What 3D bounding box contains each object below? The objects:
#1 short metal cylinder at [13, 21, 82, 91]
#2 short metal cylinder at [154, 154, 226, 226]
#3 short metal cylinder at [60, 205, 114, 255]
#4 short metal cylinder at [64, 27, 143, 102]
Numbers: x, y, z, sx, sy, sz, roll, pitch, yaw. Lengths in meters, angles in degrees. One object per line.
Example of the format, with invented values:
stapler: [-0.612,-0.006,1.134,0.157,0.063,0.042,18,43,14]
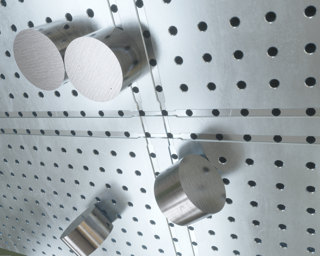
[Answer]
short metal cylinder: [-0.143,-0.096,0.409,0.080,0.050,0.079,13,124,20]
short metal cylinder: [0.039,0.081,0.404,0.080,0.080,0.050,47,129,-5]
short metal cylinder: [-0.131,0.186,0.557,0.050,0.080,0.080,49,128,-7]
short metal cylinder: [-0.068,-0.078,0.381,0.080,0.050,0.079,13,124,20]
